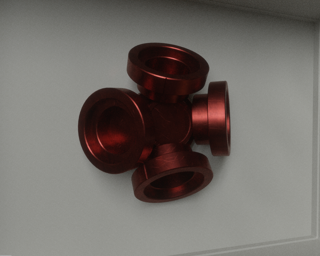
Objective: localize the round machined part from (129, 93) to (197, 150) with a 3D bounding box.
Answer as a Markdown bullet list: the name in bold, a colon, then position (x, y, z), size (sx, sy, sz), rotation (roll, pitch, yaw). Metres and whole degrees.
- **round machined part**: position (0.005, -0.006, 0.402), size (0.099, 0.042, 0.097), rotation (0, 90, -21)

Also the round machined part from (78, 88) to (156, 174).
- **round machined part**: position (-0.046, 0.002, 0.364), size (0.042, 0.098, 0.097), rotation (-10, 95, -58)

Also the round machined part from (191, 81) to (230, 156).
- **round machined part**: position (0.068, -0.012, 0.407), size (0.042, 0.098, 0.097), rotation (-2, 91, 16)

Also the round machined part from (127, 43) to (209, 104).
- **round machined part**: position (0.008, -0.066, 0.384), size (0.099, 0.098, 0.042), rotation (-4, 129, -20)

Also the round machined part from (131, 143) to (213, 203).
- **round machined part**: position (0.013, 0.054, 0.385), size (0.099, 0.097, 0.042), rotation (-1, 55, -20)
